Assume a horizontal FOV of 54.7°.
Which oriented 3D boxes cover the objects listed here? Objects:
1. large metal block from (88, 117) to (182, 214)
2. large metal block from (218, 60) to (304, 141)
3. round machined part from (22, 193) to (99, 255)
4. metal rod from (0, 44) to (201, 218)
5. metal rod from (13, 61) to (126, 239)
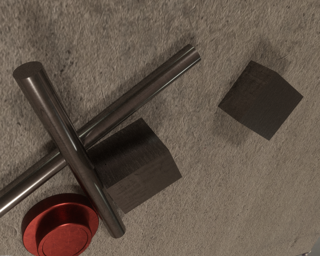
[{"bbox_3d":[-0.032,0.043,0.382,0.080,0.080,0.050,-32,129,-8],"label":"large metal block"},{"bbox_3d":[0.146,-0.038,0.449,0.080,0.050,0.080,26,104,-37],"label":"large metal block"},{"bbox_3d":[-0.129,0.138,0.412,0.099,0.042,0.097,-14,125,-21],"label":"round machined part"},{"bbox_3d":[-0.076,0.002,0.367,0.301,0.025,0.025,-38,130,-3],"label":"metal rod"},{"bbox_3d":[-0.087,0.054,0.364,0.025,0.025,0.298,-26,137,-13],"label":"metal rod"}]
